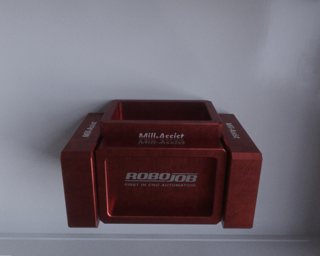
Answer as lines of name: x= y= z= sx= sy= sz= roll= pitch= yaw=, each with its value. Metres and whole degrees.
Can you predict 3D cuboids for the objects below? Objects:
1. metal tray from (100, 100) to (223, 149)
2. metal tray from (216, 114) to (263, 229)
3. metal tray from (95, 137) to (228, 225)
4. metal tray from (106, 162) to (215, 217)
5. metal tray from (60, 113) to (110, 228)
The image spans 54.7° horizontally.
metal tray: x=0.002 y=-0.007 z=0.371 sx=0.131 sy=0.090 sz=0.030 roll=0 pitch=111 yaw=0
metal tray: x=0.082 y=0.044 z=0.370 sx=0.030 sy=0.130 sz=0.089 roll=1 pitch=111 yaw=0
metal tray: x=0.001 y=0.057 z=0.331 sx=0.131 sy=0.030 sz=0.089 roll=1 pitch=110 yaw=-1
metal tray: x=0.001 y=0.076 z=0.401 sx=0.131 sy=0.090 sz=0.030 roll=0 pitch=110 yaw=0
metal tray: x=-0.080 y=0.043 z=0.369 sx=0.030 sy=0.130 sz=0.089 roll=1 pitch=111 yaw=0
